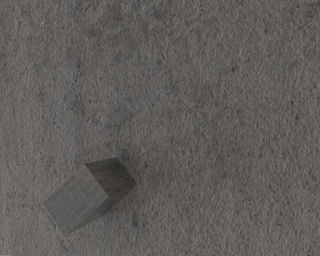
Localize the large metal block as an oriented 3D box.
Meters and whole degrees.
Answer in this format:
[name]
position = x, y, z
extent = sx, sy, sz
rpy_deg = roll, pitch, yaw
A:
[large metal block]
position = -0.089, 0.087, 0.411
extent = 0.080, 0.080, 0.050
rpy_deg = -43, 77, 15
